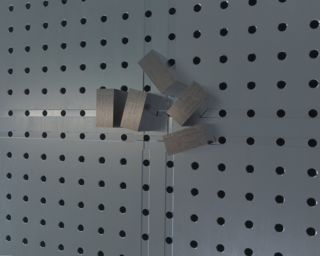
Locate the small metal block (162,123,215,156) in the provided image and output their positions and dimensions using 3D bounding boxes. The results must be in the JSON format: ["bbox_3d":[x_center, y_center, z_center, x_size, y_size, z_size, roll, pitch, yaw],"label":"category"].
[{"bbox_3d":[0.037,0.014,0.386,0.050,0.050,0.025,-18,84,19],"label":"small metal block"}]

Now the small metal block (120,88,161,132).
[{"bbox_3d":[-0.024,-0.023,0.408,0.025,0.050,0.050,16,95,19],"label":"small metal block"}]

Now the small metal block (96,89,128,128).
[{"bbox_3d":[-0.062,-0.026,0.422,0.025,0.050,0.050,2,91,20],"label":"small metal block"}]

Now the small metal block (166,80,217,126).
[{"bbox_3d":[0.041,-0.029,0.385,0.025,0.050,0.050,44,104,14],"label":"small metal block"}]

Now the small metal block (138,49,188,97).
[{"bbox_3d":[0.005,-0.069,0.398,0.025,0.050,0.050,-40,78,16],"label":"small metal block"}]
